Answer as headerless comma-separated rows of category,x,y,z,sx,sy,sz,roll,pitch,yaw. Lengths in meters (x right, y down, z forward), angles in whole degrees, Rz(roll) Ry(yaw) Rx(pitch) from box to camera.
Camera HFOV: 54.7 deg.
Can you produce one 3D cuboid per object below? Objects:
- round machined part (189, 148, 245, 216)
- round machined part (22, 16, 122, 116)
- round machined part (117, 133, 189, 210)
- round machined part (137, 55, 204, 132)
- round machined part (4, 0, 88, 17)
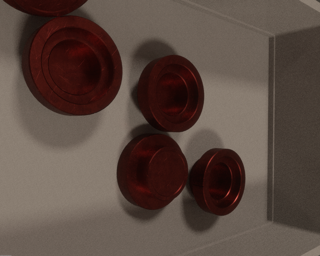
round machined part,0.083,0.079,0.468,0.099,0.042,0.097,0,90,-40
round machined part,-0.091,-0.061,0.320,0.099,0.042,0.097,0,90,-40
round machined part,-0.002,0.056,0.396,0.099,0.042,0.097,0,90,-40
round machined part,0.010,-0.043,0.406,0.099,0.042,0.097,0,90,-40
round machined part,-0.101,-0.139,0.273,0.099,0.097,0.042,4,51,-40
